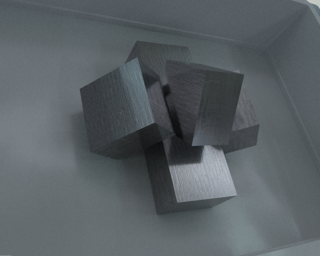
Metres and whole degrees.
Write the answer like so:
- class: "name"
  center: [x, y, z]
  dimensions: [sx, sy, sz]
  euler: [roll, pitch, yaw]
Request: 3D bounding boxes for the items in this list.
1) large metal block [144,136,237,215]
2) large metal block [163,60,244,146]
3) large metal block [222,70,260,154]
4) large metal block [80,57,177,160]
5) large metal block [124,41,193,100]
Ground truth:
- class: "large metal block"
  center: [0.035, 0.054, 0.374]
  dimensions: [0.081, 0.050, 0.080]
  euler: [1, 62, -28]
- class: "large metal block"
  center: [0.043, -0.031, 0.359]
  dimensions: [0.050, 0.079, 0.080]
  euler: [0, 18, -30]
- class: "large metal block"
  center: [0.095, -0.018, 0.422]
  dimensions: [0.050, 0.080, 0.080]
  euler: [-16, 65, 7]
- class: "large metal block"
  center: [-0.037, -0.019, 0.350]
  dimensions: [0.050, 0.080, 0.080]
  euler: [30, 40, -58]
- class: "large metal block"
  center: [0.004, -0.069, 0.429]
  dimensions: [0.081, 0.050, 0.080]
  euler: [-2, 63, -29]
